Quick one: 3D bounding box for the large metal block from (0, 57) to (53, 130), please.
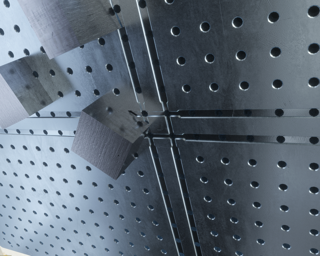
[{"bbox_3d":[-0.230,-0.053,0.485,0.080,0.050,0.080,-18,109,35],"label":"large metal block"}]

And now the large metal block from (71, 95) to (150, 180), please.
[{"bbox_3d":[-0.072,0.014,0.442,0.080,0.050,0.080,33,129,7],"label":"large metal block"}]

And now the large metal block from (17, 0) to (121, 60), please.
[{"bbox_3d":[-0.100,-0.133,0.347,0.050,0.080,0.080,-12,112,33],"label":"large metal block"}]
